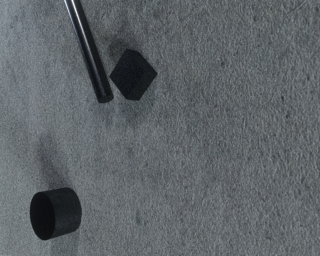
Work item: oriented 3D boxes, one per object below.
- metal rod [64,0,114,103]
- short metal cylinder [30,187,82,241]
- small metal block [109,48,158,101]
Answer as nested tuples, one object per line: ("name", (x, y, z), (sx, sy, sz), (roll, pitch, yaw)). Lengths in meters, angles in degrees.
("metal rod", (-0.134, -0.177, 0.512), (0.025, 0.025, 0.299), (-33, 70, 35))
("short metal cylinder", (-0.180, 0.146, 0.534), (0.080, 0.050, 0.079), (0, 90, 39))
("small metal block", (-0.038, -0.074, 0.434), (0.050, 0.025, 0.050), (-52, 60, 27))
